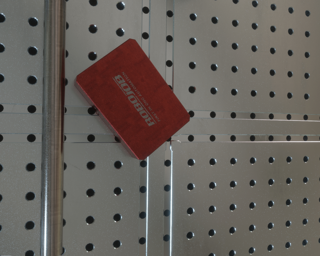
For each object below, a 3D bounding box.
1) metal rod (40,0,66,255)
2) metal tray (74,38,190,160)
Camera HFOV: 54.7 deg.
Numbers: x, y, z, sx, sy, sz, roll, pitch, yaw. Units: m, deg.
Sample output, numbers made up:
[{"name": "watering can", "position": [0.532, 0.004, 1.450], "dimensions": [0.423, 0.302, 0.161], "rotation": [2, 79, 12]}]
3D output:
[{"name": "metal rod", "position": [-0.126, -0.001, 0.366], "dimensions": [0.025, 0.025, 0.298], "rotation": [1, 90, -20]}, {"name": "metal tray", "position": [-0.033, -0.035, 0.397], "dimensions": [0.090, 0.030, 0.130], "rotation": [-40, 103, -16]}]
